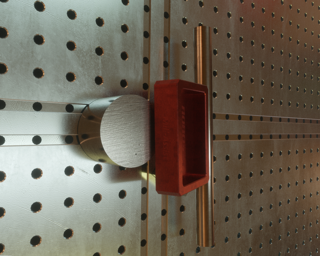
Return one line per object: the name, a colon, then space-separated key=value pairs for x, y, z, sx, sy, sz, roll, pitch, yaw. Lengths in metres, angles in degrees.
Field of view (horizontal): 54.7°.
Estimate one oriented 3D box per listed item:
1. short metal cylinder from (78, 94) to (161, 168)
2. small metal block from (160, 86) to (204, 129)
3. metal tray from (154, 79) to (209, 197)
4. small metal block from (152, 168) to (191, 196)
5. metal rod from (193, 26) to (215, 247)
short metal cylinder: x=-0.045 y=0.003 z=0.355 sx=0.081 sy=0.050 sz=0.079 roll=0 pitch=90 yaw=-40
small metal block: x=0.032 y=-0.029 z=0.438 sx=0.050 sy=0.025 sz=0.050 roll=-19 pitch=103 yaw=-39
metal tray: x=0.029 y=0.010 z=0.381 sx=0.090 sy=0.030 sz=0.129 roll=-3 pitch=92 yaw=-60
small metal block: x=0.025 y=0.059 z=0.431 sx=0.050 sy=0.025 sz=0.050 roll=47 pitch=62 yaw=-30
metal rod: x=0.061 y=0.012 z=0.430 sx=0.025 sy=0.025 sz=0.298 roll=-2 pitch=91 yaw=-40
